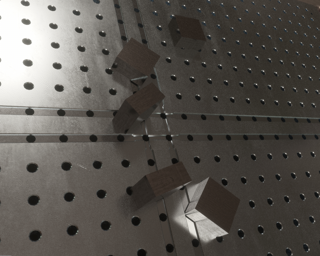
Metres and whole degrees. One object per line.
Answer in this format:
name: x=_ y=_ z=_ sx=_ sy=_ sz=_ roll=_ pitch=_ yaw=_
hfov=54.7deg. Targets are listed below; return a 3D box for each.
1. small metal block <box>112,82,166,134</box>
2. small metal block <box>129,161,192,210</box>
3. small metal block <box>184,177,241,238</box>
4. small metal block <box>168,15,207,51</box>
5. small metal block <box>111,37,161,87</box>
small metal block: x=-0.027 y=-0.025 z=0.394 sx=0.025 sy=0.050 sz=0.050 roll=47 pitch=51 yaw=4
small metal block: x=0.000 y=0.066 z=0.353 sx=0.050 sy=0.050 sz=0.025 roll=-16 pitch=71 yaw=-35
small metal block: x=0.066 y=0.098 z=0.386 sx=0.050 sy=0.025 sz=0.050 roll=37 pitch=51 yaw=-4
small metal block: x=0.047 y=-0.164 z=0.536 sx=0.050 sy=0.025 sz=0.050 roll=1 pitch=62 yaw=-28
small metal block: x=-0.034 y=-0.096 z=0.450 sx=0.050 sy=0.025 sz=0.050 roll=32 pitch=51 yaw=-8
